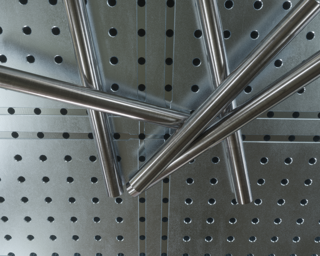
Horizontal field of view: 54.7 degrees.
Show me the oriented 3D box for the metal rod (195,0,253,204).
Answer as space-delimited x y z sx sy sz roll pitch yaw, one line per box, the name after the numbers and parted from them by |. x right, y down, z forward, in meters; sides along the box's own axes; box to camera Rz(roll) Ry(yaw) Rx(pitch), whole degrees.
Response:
0.086 -0.031 0.403 0.025 0.025 0.298 -14 110 4 | metal rod

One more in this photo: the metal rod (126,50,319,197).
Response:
0.072 0.006 0.392 0.299 0.025 0.025 -36 107 21 | metal rod

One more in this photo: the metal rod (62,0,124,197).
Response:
-0.085 -0.045 0.395 0.025 0.025 0.298 -8 110 2 | metal rod

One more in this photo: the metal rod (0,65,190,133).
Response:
-0.095 -0.038 0.367 0.302 0.025 0.025 13 110 -18 | metal rod

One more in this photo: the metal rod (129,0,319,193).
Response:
0.068 -0.030 0.375 0.025 0.025 0.299 40 104 -14 | metal rod
